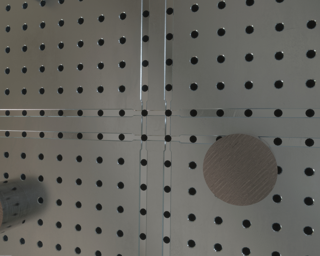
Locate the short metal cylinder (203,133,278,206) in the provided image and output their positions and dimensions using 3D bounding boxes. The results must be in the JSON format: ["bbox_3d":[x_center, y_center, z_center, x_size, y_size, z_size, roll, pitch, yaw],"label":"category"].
[{"bbox_3d":[0.096,0.046,0.365,0.080,0.050,0.079,0,90,19],"label":"short metal cylinder"}]

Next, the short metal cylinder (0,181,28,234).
[{"bbox_3d":[-0.259,0.126,0.488,0.080,0.050,0.079,0,90,19],"label":"short metal cylinder"}]
